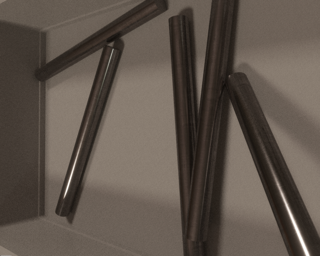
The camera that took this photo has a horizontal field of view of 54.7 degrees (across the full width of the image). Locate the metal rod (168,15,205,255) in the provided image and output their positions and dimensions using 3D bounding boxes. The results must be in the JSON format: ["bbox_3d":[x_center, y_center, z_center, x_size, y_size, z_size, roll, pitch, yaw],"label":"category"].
[{"bbox_3d":[0.032,0.013,0.378,0.025,0.025,0.298,-6,86,39],"label":"metal rod"}]

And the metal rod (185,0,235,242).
[{"bbox_3d":[0.057,-0.025,0.346,0.025,0.025,0.298,7,91,39],"label":"metal rod"}]

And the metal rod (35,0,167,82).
[{"bbox_3d":[-0.113,-0.132,0.496,0.300,0.025,0.025,-16,80,38],"label":"metal rod"}]

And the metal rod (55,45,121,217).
[{"bbox_3d":[-0.121,0.014,0.503,0.025,0.025,0.298,32,110,35],"label":"metal rod"}]

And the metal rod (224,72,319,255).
[{"bbox_3d":[0.102,0.064,0.246,0.025,0.025,0.300,-40,42,32],"label":"metal rod"}]
